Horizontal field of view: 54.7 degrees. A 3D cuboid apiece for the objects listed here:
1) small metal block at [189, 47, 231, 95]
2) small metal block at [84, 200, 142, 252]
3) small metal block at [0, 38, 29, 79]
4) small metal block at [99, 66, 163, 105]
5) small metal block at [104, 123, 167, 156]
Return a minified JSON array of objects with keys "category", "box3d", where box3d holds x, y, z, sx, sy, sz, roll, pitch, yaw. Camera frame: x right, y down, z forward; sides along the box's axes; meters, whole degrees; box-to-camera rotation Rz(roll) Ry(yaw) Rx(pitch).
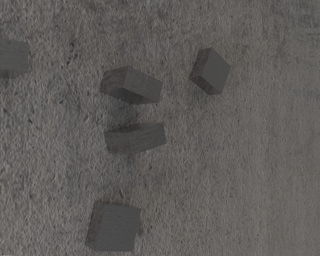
[{"category":"small metal block","box3d":[0.076,-0.084,0.468,0.050,0.025,0.050,33,70,-35]},{"category":"small metal block","box3d":[-0.054,0.114,0.360,0.050,0.025,0.050,19,78,-38]},{"category":"small metal block","box3d":[-0.147,-0.060,0.265,0.050,0.050,0.025,1,90,-40]},{"category":"small metal block","box3d":[-0.034,-0.048,0.360,0.050,0.050,0.025,20,78,-38]},{"category":"small metal block","box3d":[-0.029,0.012,0.364,0.050,0.050,0.025,-17,101,-39]}]
